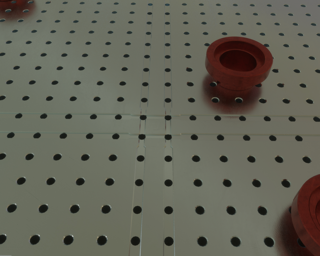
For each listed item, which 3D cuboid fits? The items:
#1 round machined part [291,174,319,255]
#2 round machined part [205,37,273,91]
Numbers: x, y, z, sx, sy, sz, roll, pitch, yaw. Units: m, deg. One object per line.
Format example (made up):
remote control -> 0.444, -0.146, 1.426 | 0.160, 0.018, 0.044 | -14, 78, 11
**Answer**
round machined part -> 0.184, 0.098, 0.317 | 0.099, 0.042, 0.098 | 0, 50, 0
round machined part -> 0.119, -0.096, 0.479 | 0.099, 0.042, 0.098 | 0, 50, 0
